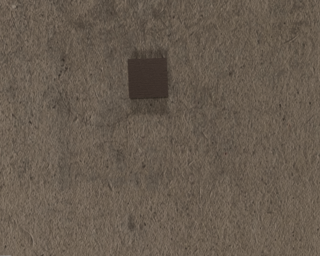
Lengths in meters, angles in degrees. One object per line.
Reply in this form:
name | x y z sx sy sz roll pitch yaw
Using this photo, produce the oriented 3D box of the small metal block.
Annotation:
small metal block | -0.015 -0.065 0.410 0.050 0.025 0.050 -2 90 -1
